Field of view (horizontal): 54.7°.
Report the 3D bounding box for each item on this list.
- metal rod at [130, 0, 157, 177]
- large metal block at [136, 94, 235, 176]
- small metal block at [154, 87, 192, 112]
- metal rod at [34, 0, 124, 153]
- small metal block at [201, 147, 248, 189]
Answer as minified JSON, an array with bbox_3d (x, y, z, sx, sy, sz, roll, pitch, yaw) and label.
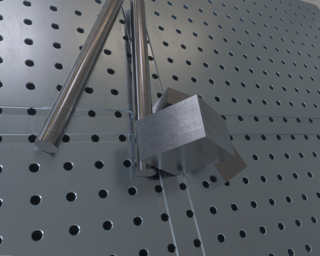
[{"bbox_3d":[-0.027,-0.077,0.440,0.025,0.025,0.299,9,58,-23],"label":"metal rod"},{"bbox_3d":[0.030,0.013,0.362,0.080,0.080,0.050,31,43,-51],"label":"large metal block"},{"bbox_3d":[0.022,-0.023,0.418,0.050,0.050,0.025,18,55,-18],"label":"small metal block"},{"bbox_3d":[-0.095,-0.099,0.417,0.025,0.025,0.300,23,53,-14],"label":"metal rod"},{"bbox_3d":[0.083,0.047,0.425,0.050,0.025,0.050,-26,76,-37],"label":"small metal block"}]
